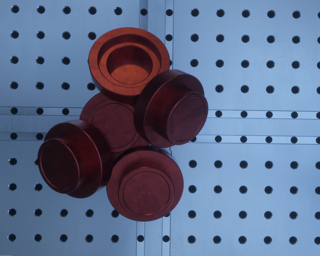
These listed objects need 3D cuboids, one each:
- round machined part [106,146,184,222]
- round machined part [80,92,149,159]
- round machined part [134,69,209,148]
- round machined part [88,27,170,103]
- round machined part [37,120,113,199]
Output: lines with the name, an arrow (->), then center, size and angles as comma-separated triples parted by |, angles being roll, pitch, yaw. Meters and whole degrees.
round machined part -> -0.018, 0.075, 0.392 | 0.099, 0.042, 0.097 | -1, 102, -6
round machined part -> -0.057, -0.003, 0.403 | 0.099, 0.042, 0.097 | 0, 90, -1
round machined part -> 0.020, -0.018, 0.376 | 0.042, 0.098, 0.098 | 34, 90, 41
round machined part -> -0.038, -0.075, 0.393 | 0.099, 0.042, 0.098 | 2, 69, -5
round machined part -> -0.110, 0.041, 0.380 | 0.098, 0.042, 0.097 | 8, 106, 28
